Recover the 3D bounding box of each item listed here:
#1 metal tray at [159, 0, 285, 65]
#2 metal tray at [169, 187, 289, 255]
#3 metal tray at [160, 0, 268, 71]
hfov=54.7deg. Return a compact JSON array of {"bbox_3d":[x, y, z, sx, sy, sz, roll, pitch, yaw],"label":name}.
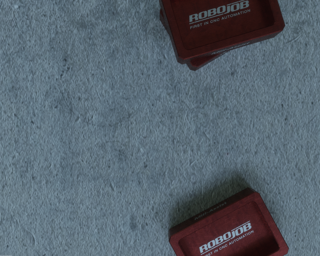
[{"bbox_3d":[0.073,-0.140,0.377,0.131,0.030,0.090,-17,90,0],"label":"metal tray"},{"bbox_3d":[0.088,0.149,0.408,0.130,0.030,0.090,-28,90,0],"label":"metal tray"},{"bbox_3d":[0.076,-0.146,0.408,0.130,0.030,0.090,-31,90,0],"label":"metal tray"}]
